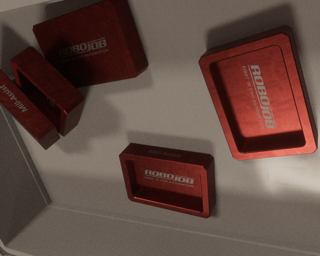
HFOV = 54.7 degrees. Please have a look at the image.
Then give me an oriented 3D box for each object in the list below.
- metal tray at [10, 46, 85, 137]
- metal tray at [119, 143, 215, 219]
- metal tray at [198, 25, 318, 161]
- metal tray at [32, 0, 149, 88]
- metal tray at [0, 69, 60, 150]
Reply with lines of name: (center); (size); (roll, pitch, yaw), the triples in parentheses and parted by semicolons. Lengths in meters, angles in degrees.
metal tray: (-0.150, -0.042, 0.419); (0.090, 0.030, 0.130); (44, 157, -3)
metal tray: (0.011, 0.074, 0.443); (0.130, 0.030, 0.089); (6, 122, 24)
metal tray: (0.106, -0.031, 0.329); (0.090, 0.030, 0.129); (-11, 113, 32)
metal tray: (-0.088, -0.101, 0.388); (0.130, 0.030, 0.090); (-5, 116, 30)
metal tray: (-0.208, -0.030, 0.460); (0.130, 0.030, 0.090); (46, 161, 0)
